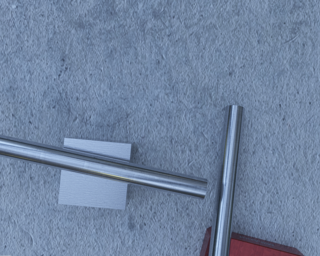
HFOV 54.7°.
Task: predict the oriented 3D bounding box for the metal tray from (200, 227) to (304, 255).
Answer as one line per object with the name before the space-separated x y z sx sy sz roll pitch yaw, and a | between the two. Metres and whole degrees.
metal tray | 0.117 0.193 0.409 0.131 0.030 0.089 15 90 -1

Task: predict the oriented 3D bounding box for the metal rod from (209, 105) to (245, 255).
metal rod | 0.078 0.118 0.383 0.025 0.025 0.299 9 79 -1

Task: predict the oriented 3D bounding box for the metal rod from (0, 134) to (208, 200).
metal rod | -0.095 0.039 0.358 0.302 0.025 0.025 12 90 -1

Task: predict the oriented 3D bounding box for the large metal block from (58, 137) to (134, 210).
large metal block | -0.078 0.055 0.397 0.081 0.050 0.079 5 90 -1
